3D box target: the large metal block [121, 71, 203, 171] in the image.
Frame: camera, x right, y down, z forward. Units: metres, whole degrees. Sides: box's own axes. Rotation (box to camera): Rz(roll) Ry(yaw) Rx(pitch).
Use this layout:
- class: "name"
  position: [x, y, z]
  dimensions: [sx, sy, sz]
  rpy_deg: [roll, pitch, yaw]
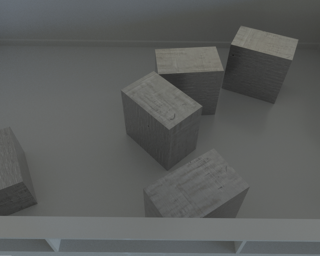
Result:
- class: "large metal block"
  position: [0.001, -0.008, 0.376]
  dimensions: [0.050, 0.080, 0.080]
  rpy_deg: [-35, 59, -26]

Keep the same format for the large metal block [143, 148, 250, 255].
- class: "large metal block"
  position: [0.032, 0.078, 0.304]
  dimensions: [0.081, 0.080, 0.050]
  rpy_deg: [-27, 55, -21]

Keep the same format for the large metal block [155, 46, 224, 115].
- class: "large metal block"
  position: [0.036, -0.061, 0.421]
  dimensions: [0.081, 0.080, 0.050]
  rpy_deg: [-4, 50, -4]

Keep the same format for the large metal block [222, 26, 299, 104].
- class: "large metal block"
  position: [0.141, -0.091, 0.447]
  dimensions: [0.080, 0.080, 0.050]
  rpy_deg: [20, 53, 15]

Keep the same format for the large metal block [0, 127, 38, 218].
- class: "large metal block"
  position: [-0.191, 0.055, 0.340]
  dimensions: [0.081, 0.050, 0.080]
  rpy_deg: [-20, 53, -17]
